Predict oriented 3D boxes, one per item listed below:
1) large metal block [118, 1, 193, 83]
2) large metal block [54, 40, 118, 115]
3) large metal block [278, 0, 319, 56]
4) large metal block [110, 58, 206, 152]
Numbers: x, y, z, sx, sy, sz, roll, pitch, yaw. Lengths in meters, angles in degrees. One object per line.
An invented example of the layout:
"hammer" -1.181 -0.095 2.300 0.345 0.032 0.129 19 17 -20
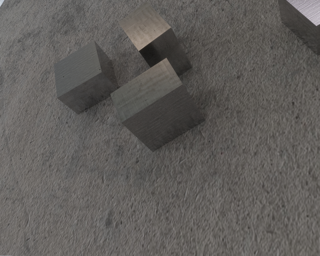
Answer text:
"large metal block" -0.006 -0.119 0.445 0.050 0.080 0.080 -36 51 5
"large metal block" -0.120 -0.082 0.501 0.080 0.050 0.080 -28 52 11
"large metal block" 0.202 -0.147 0.372 0.080 0.050 0.080 -30 52 9
"large metal block" -0.001 -0.026 0.385 0.080 0.080 0.050 -32 52 8
